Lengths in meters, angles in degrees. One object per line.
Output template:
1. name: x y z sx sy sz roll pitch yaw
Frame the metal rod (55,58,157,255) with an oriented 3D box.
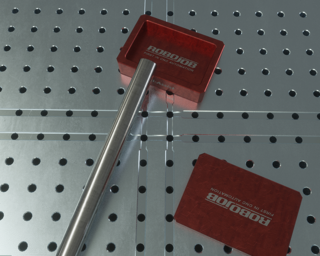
1. metal rod: -0.069 0.051 0.376 0.025 0.025 0.299 20 77 7

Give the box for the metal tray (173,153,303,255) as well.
1. metal tray: 0.092 0.097 0.374 0.130 0.030 0.090 22 71 8

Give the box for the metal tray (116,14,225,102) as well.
1. metal tray: 0.016 -0.102 0.446 0.130 0.030 0.090 22 71 7
